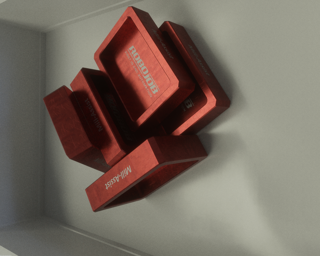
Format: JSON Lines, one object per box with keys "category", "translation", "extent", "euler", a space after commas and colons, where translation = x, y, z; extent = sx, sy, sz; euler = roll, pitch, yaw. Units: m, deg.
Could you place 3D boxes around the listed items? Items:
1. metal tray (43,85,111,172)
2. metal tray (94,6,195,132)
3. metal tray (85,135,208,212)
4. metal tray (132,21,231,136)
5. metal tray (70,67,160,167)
{"category": "metal tray", "translation": [-0.093, 0.009, 0.412], "extent": [0.030, 0.130, 0.090], "euler": [-31, 67, 3]}
{"category": "metal tray", "translation": [-0.025, -0.071, 0.380], "extent": [0.090, 0.030, 0.130], "euler": [-44, 63, 31]}
{"category": "metal tray", "translation": [-0.017, 0.055, 0.375], "extent": [0.130, 0.091, 0.030], "euler": [-39, 66, 32]}
{"category": "metal tray", "translation": [0.017, -0.055, 0.387], "extent": [0.090, 0.030, 0.130], "euler": [-42, 64, 33]}
{"category": "metal tray", "translation": [-0.050, -0.016, 0.400], "extent": [0.030, 0.091, 0.130], "euler": [-44, 64, 31]}
